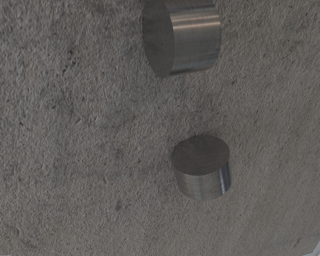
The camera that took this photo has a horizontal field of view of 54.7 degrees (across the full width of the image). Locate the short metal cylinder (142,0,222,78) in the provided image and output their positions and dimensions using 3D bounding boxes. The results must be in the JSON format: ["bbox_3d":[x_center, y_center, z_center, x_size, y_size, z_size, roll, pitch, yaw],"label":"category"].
[{"bbox_3d":[0.020,-0.096,0.322,0.050,0.080,0.079,-14,124,-21],"label":"short metal cylinder"}]

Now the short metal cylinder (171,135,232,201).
[{"bbox_3d":[0.060,0.055,0.437,0.080,0.080,0.050,-25,128,-13],"label":"short metal cylinder"}]
